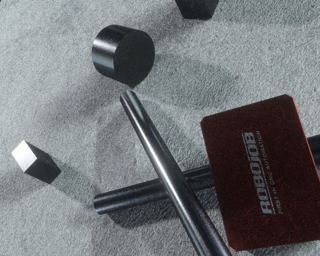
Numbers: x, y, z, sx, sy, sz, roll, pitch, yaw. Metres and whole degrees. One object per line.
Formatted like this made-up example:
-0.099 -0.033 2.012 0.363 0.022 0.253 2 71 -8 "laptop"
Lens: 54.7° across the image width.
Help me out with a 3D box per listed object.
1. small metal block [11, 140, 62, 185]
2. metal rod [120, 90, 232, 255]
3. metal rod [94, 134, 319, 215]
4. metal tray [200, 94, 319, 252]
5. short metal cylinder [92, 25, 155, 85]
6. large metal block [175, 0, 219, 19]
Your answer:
-0.178 0.050 0.448 0.025 0.050 0.050 -49 52 -6 "small metal block"
0.006 0.041 0.343 0.025 0.025 0.300 -36 42 4 "metal rod"
0.062 0.051 0.339 0.301 0.025 0.025 -18 55 17 "metal rod"
0.098 0.042 0.296 0.090 0.030 0.129 -16 74 18 "metal tray"
-0.054 -0.109 0.462 0.050 0.080 0.080 26 76 37 "short metal cylinder"
0.058 -0.229 0.477 0.050 0.080 0.080 10 67 32 "large metal block"
